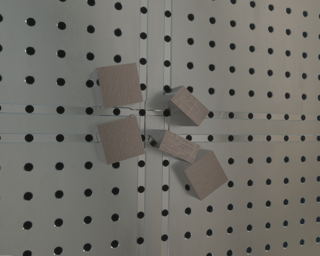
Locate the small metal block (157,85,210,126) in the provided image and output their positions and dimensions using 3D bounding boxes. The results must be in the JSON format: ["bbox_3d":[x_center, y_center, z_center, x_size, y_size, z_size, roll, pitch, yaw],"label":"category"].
[{"bbox_3d":[0.030,-0.028,0.412,0.050,0.050,0.025,42,77,-16],"label":"small metal block"}]

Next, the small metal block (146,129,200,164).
[{"bbox_3d":[0.016,0.023,0.407,0.050,0.050,0.025,25,82,-19],"label":"small metal block"}]

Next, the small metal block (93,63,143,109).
[{"bbox_3d":[-0.053,-0.053,0.394,0.050,0.025,0.050,-12,94,-20],"label":"small metal block"}]

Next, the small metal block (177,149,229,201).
[{"bbox_3d":[0.060,0.065,0.436,0.050,0.025,0.050,-33,101,-17],"label":"small metal block"}]

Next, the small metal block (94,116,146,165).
[{"bbox_3d":[-0.051,0.015,0.394,0.050,0.025,0.050,-16,96,-20],"label":"small metal block"}]
